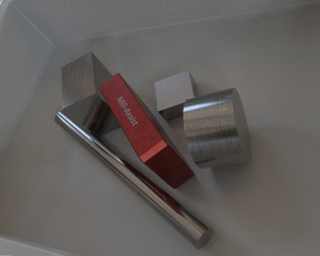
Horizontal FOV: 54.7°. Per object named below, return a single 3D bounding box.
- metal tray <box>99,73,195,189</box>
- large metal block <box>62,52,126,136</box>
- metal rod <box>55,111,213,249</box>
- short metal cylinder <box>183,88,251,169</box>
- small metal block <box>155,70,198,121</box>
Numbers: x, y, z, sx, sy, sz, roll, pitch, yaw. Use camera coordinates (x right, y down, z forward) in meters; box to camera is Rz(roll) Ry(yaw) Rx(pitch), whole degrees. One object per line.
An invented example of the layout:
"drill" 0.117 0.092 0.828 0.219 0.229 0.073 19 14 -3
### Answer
"metal tray" -0.017 0.002 0.367 0.030 0.090 0.130 -37 51 3
"large metal block" -0.094 -0.047 0.444 0.050 0.080 0.080 -24 53 14
"metal rod" -0.055 0.048 0.402 0.300 0.025 0.025 32 80 37
"short metal cylinder" 0.063 0.001 0.334 0.050 0.080 0.080 -11 57 23
"small metal block" 0.023 -0.044 0.416 0.050 0.025 0.050 -18 55 17
